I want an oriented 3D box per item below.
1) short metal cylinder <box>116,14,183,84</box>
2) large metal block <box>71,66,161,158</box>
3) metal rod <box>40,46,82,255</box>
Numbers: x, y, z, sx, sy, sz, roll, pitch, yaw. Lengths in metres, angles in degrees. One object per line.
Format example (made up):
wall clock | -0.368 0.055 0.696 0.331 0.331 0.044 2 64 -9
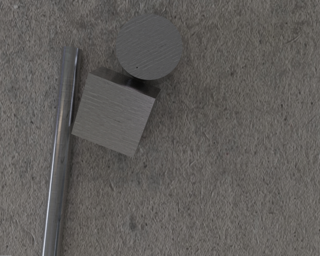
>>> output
short metal cylinder | -0.013 -0.098 0.397 0.081 0.050 0.080 0 90 0
large metal block | -0.053 -0.021 0.385 0.080 0.050 0.079 21 111 0
metal rod | -0.131 0.044 0.408 0.025 0.025 0.298 6 90 0
